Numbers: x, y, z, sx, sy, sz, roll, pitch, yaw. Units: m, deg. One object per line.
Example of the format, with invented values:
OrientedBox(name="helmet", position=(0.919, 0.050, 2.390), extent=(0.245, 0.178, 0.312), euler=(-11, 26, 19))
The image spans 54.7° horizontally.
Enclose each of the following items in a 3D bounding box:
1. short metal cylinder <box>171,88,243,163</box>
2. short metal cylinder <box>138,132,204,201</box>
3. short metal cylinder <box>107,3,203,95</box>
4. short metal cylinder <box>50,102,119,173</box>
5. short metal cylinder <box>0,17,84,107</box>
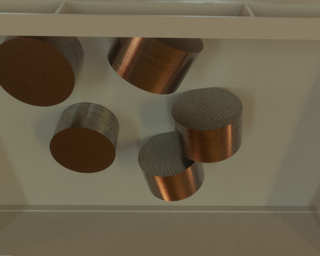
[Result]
OrientedBox(name="short metal cylinder", position=(0.057, -0.005, 0.369), extent=(0.080, 0.080, 0.050), euler=(-7, 130, 5))
OrientedBox(name="short metal cylinder", position=(0.016, 0.050, 0.416), extent=(0.080, 0.080, 0.050), euler=(-10, 130, 8))
OrientedBox(name="short metal cylinder", position=(-0.005, -0.078, 0.306), extent=(0.080, 0.080, 0.050), euler=(21, 127, -17))
OrientedBox(name="short metal cylinder", position=(-0.096, 0.013, 0.403), extent=(0.081, 0.050, 0.079), euler=(0, 130, 0))
OrientedBox(name="short metal cylinder", position=(-0.127, -0.070, 0.332), extent=(0.081, 0.050, 0.079), euler=(0, 130, 0))
